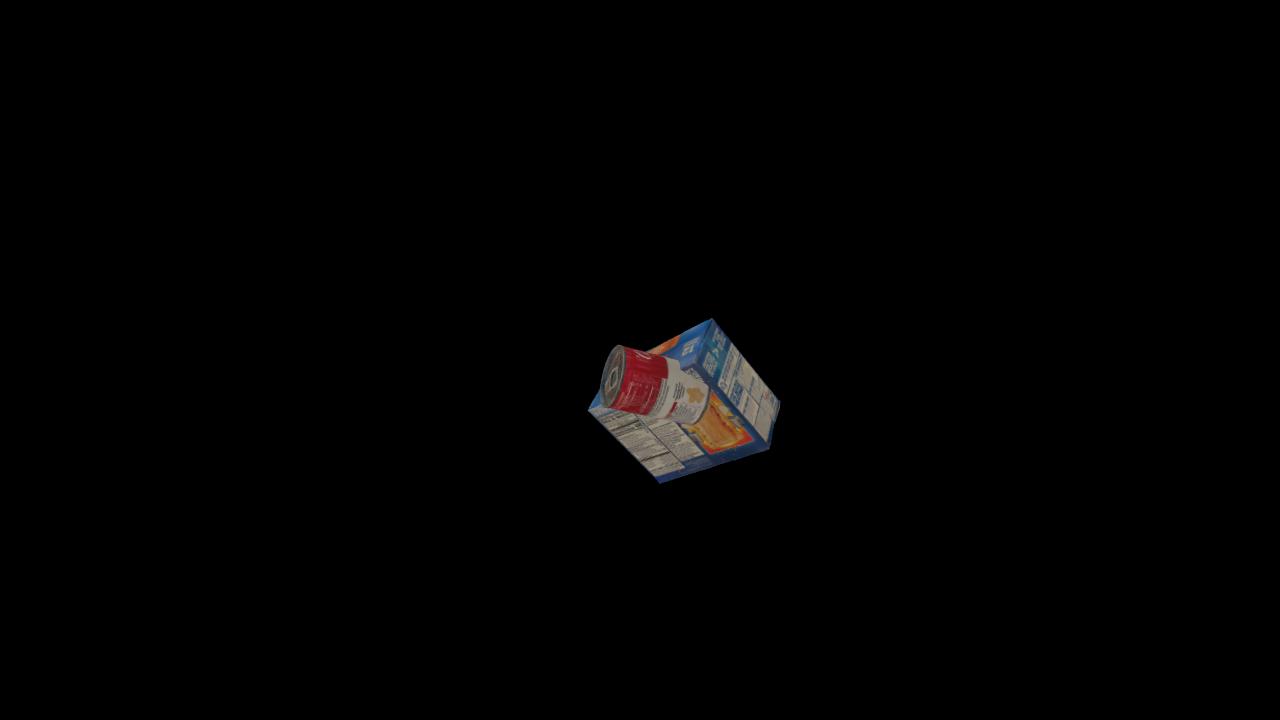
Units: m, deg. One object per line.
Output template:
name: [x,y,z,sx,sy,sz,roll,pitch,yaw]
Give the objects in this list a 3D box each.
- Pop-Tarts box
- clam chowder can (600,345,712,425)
Pop-Tarts box: [0.052,0.054,0.723,0.167,0.141,0.083,-27,25,37]
clam chowder can: [0.016,0.028,0.651,0.102,0.068,0.068,14,-5,-19]
